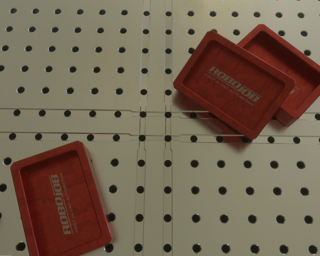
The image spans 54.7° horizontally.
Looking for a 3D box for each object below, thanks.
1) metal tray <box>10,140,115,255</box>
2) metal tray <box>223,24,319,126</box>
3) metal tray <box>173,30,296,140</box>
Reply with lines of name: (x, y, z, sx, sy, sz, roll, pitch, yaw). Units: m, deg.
metal tray: (-0.118, 0.090, 0.374, 0.091, 0.030, 0.130, -19, 71, -8)
metal tray: (0.162, -0.077, 0.439, 0.130, 0.030, 0.090, 43, 75, 14)
metal tray: (0.095, -0.056, 0.408, 0.130, 0.030, 0.090, 36, 99, 15)
